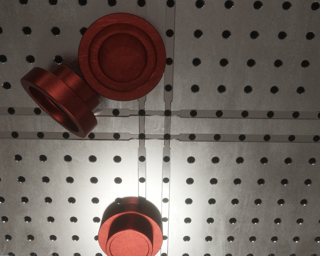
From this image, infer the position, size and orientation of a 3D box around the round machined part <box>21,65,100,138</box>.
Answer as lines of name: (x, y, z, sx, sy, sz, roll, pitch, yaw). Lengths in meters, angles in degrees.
round machined part: (-0.112, -0.036, 0.370, 0.098, 0.098, 0.042, 45, 68, -15)

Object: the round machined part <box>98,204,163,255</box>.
round machined part: (-0.044, 0.167, 0.466, 0.099, 0.042, 0.097, 0, 110, -1)

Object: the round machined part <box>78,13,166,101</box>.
round machined part: (-0.044, -0.083, 0.368, 0.099, 0.042, 0.097, -2, 103, -7)
